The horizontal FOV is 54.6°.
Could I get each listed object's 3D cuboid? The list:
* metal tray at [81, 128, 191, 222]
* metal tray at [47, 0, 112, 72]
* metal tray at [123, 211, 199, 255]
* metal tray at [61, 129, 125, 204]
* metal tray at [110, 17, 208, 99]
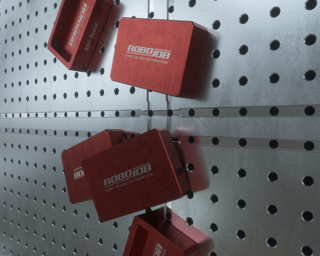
[{"bbox_3d":[-0.036,0.063,0.412,0.130,0.030,0.090,-23,82,24],"label":"metal tray"},{"bbox_3d":[-0.139,-0.172,0.522,0.090,0.030,0.129,42,115,32],"label":"metal tray"},{"bbox_3d":[-0.010,0.191,0.415,0.090,0.030,0.129,26,107,37],"label":"metal tray"},{"bbox_3d":[-0.102,0.063,0.492,0.130,0.030,0.090,-24,75,37],"label":"metal tray"},{"bbox_3d":[-0.007,-0.096,0.413,0.130,0.030,0.089,19,102,38],"label":"metal tray"}]
